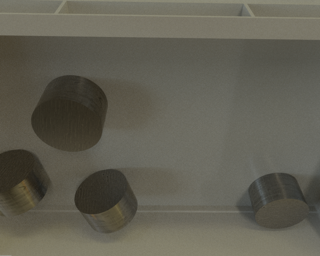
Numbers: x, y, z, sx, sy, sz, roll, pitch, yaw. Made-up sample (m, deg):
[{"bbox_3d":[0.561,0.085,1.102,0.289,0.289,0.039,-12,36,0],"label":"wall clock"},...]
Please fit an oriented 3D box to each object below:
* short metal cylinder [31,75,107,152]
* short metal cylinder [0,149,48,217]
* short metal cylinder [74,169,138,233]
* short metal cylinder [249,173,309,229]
[{"bbox_3d":[-0.107,-0.017,0.377,0.081,0.050,0.079,0,130,0],"label":"short metal cylinder"},{"bbox_3d":[-0.207,0.076,0.436,0.080,0.080,0.050,-6,130,5],"label":"short metal cylinder"},{"bbox_3d":[-0.080,0.109,0.465,0.080,0.080,0.050,-11,129,9],"label":"short metal cylinder"},{"bbox_3d":[0.187,0.117,0.494,0.081,0.050,0.079,0,130,0],"label":"short metal cylinder"}]
